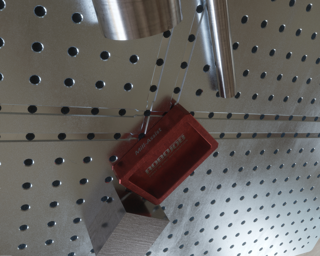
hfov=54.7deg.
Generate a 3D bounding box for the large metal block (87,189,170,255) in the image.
[{"bbox_3d":[-0.047,0.145,0.459,0.080,0.050,0.080,24,105,-37],"label":"large metal block"}]

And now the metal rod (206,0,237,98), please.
[{"bbox_3d":[0.060,-0.163,0.343,0.025,0.025,0.299,-26,128,-12],"label":"metal rod"}]

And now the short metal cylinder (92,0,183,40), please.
[{"bbox_3d":[-0.022,-0.122,0.288,0.081,0.080,0.050,-23,127,-15],"label":"short metal cylinder"}]

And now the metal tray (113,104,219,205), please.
[{"bbox_3d":[0.010,0.041,0.438,0.130,0.030,0.090,-45,129,3],"label":"metal tray"}]
